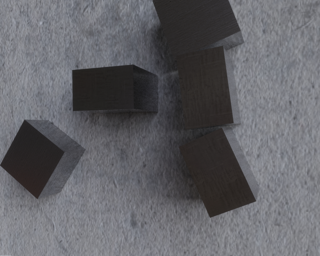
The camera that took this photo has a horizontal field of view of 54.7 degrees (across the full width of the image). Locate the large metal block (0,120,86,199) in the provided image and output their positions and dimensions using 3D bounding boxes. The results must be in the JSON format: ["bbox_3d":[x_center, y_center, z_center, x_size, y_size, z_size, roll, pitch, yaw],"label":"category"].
[{"bbox_3d":[-0.171,0.043,0.454,0.080,0.050,0.080,35,101,16],"label":"large metal block"}]

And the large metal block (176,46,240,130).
[{"bbox_3d":[0.059,-0.041,0.358,0.050,0.080,0.080,-8,87,19],"label":"large metal block"}]

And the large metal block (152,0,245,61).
[{"bbox_3d":[0.048,-0.130,0.378,0.080,0.050,0.080,-21,83,18],"label":"large metal block"}]

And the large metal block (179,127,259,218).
[{"bbox_3d":[0.071,0.046,0.354,0.050,0.080,0.080,-26,82,18],"label":"large metal block"}]

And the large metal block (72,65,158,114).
[{"bbox_3d":[-0.054,-0.046,0.398,0.080,0.080,0.050,-1,90,19],"label":"large metal block"}]
